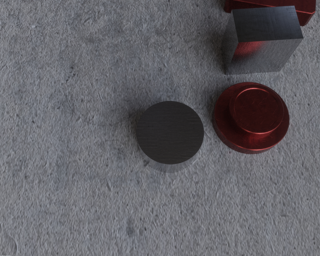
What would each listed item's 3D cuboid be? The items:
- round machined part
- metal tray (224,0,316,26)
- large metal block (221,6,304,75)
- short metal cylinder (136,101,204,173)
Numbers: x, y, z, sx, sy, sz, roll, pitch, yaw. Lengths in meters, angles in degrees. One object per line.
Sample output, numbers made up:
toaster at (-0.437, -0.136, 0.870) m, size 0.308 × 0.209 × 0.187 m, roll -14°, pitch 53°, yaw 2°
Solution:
round machined part at (0.121, -0.018, 0.407) m, size 0.099 × 0.042 × 0.098 m, roll 0°, pitch 70°, yaw 0°
metal tray at (0.173, -0.216, 0.486) m, size 0.131 × 0.030 × 0.090 m, roll 12°, pitch 70°, yaw 4°
large metal block at (0.133, -0.116, 0.423) m, size 0.081 × 0.080 × 0.050 m, roll -4°, pitch 70°, yaw -2°
short metal cylinder at (0.012, 0.012, 0.390) m, size 0.081 × 0.050 × 0.080 m, roll 0°, pitch 70°, yaw 0°
